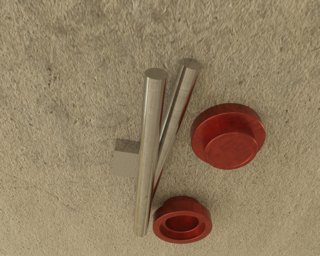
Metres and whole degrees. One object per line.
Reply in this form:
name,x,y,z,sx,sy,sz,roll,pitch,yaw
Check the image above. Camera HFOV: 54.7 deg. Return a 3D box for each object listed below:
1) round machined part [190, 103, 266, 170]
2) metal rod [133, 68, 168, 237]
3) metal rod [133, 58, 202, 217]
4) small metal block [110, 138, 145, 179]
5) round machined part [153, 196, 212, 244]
round machined part,0.091,0.018,0.413,0.099,0.042,0.097,0,130,0
metal rod,-0.018,0.056,0.422,0.025,0.025,0.298,4,130,-4
metal rod,0.000,0.039,0.440,0.025,0.025,0.298,10,130,-9
small metal block,-0.042,0.045,0.445,0.050,0.025,0.050,9,130,-8
round machined part,0.037,0.152,0.526,0.099,0.042,0.097,0,130,0
